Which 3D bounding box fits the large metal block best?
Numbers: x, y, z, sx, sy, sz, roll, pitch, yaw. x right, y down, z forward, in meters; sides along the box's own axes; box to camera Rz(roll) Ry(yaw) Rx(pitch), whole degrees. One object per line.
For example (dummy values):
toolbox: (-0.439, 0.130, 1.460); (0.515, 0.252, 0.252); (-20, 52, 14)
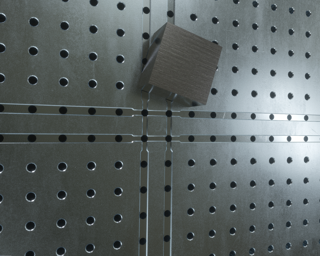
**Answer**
large metal block: (0.025, -0.079, 0.408); (0.080, 0.050, 0.080); (19, 84, -19)
